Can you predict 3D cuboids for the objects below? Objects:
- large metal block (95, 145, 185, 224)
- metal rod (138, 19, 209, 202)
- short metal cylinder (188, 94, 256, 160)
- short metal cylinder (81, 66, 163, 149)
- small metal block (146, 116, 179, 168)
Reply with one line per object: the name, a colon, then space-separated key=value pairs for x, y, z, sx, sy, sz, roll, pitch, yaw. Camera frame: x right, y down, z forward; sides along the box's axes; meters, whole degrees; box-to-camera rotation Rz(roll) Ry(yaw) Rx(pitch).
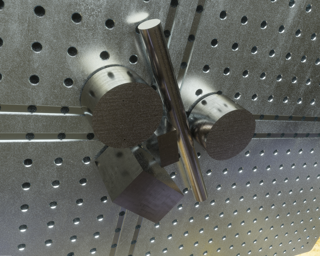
large metal block: x=-0.027 y=0.064 z=0.395 sx=0.050 sy=0.080 sz=0.080 roll=-47 pitch=129 yaw=5
metal rod: x=0.028 y=0.000 z=0.422 sx=0.025 sy=0.025 sz=0.299 roll=-28 pitch=128 yaw=-11
short metal cylinder: x=0.086 y=-0.001 z=0.436 sx=0.081 sy=0.050 sz=0.079 roll=-14 pitch=124 yaw=-21
short metal cylinder: x=-0.044 y=-0.024 z=0.352 sx=0.081 sy=0.050 sz=0.079 roll=-14 pitch=124 yaw=-21
small metal block: x=0.000 y=0.014 z=0.399 sx=0.025 sy=0.050 sz=0.050 roll=-20 pitch=126 yaw=-17
